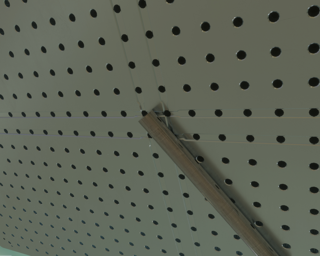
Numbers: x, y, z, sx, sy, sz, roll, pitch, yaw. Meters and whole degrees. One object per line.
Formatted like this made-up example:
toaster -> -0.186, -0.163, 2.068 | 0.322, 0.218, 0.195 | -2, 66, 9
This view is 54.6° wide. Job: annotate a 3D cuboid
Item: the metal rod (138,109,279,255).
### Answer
metal rod -> 0.078, 0.096, 0.429 | 0.300, 0.025, 0.025 | 49, 129, -7
